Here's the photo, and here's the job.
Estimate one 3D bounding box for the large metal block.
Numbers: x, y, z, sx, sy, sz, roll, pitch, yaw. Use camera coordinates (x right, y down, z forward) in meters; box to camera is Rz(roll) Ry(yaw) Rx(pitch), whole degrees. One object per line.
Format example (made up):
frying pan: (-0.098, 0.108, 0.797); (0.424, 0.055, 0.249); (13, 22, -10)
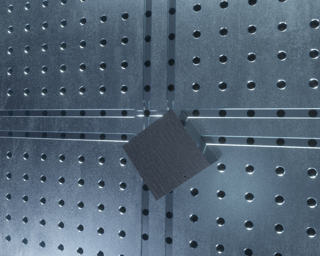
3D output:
large metal block: (0.013, 0.033, 0.395); (0.080, 0.050, 0.080); (-37, 78, 16)
